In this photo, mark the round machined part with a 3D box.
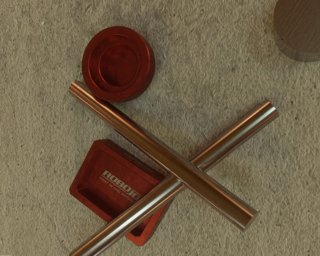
[{"bbox_3d":[-0.052,-0.083,0.418,0.098,0.042,0.097,0,90,19],"label":"round machined part"}]

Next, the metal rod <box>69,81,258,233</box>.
[{"bbox_3d":[-0.017,0.017,0.378,0.300,0.025,0.025,35,102,30],"label":"metal rod"}]

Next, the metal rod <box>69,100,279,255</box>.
[{"bbox_3d":[0.014,0.070,0.373,0.300,0.025,0.025,-38,78,4],"label":"metal rod"}]

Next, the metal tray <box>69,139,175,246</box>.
[{"bbox_3d":[-0.051,0.084,0.424,0.130,0.030,0.090,32,100,17],"label":"metal tray"}]

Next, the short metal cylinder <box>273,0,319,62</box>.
[{"bbox_3d":[0.166,-0.116,0.337,0.080,0.050,0.080,0,90,20],"label":"short metal cylinder"}]
